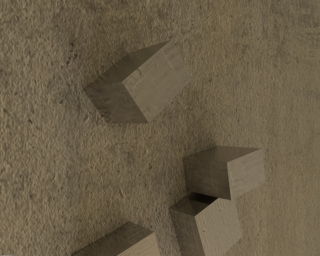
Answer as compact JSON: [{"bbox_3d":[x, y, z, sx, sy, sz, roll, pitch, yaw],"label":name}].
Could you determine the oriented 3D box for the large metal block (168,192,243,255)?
[{"bbox_3d":[0.067,0.136,0.445,0.081,0.050,0.080,-25,106,-37],"label":"large metal block"}]

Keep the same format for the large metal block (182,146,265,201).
[{"bbox_3d":[0.092,0.060,0.446,0.081,0.080,0.050,-13,99,-39],"label":"large metal block"}]

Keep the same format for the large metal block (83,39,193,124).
[{"bbox_3d":[-0.025,-0.049,0.348,0.080,0.080,0.050,-47,118,-30],"label":"large metal block"}]

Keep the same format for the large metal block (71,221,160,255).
[{"bbox_3d":[-0.044,0.167,0.352,0.081,0.050,0.080,-20,103,-38],"label":"large metal block"}]
